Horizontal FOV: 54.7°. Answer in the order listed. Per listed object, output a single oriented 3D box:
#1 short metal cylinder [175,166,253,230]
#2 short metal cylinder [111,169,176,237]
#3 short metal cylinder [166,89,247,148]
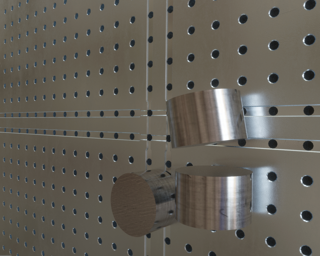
[{"bbox_3d":[0.056,0.070,0.327,0.080,0.081,0.050,1,91,40],"label":"short metal cylinder"},{"bbox_3d":[-0.019,0.096,0.409,0.080,0.050,0.079,0,90,40],"label":"short metal cylinder"},{"bbox_3d":[0.049,-0.008,0.333,0.080,0.081,0.050,-12,82,39],"label":"short metal cylinder"}]
